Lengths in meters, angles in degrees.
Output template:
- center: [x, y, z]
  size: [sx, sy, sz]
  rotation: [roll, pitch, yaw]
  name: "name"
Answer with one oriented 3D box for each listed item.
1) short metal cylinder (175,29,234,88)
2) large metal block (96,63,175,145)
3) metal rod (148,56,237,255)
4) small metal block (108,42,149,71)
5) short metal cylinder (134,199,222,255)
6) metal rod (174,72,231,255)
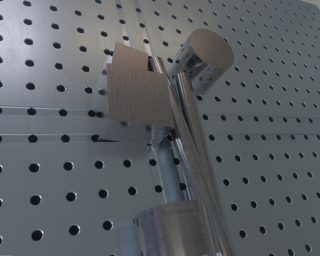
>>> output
- center: [0.071, -0.112, 0.499]
  size: [0.081, 0.050, 0.080]
  rotation: [14, 56, -21]
  name: "short metal cylinder"
- center: [-0.034, -0.028, 0.391]
  size: [0.081, 0.050, 0.080]
  rotation: [6, 59, -25]
  name: "large metal block"
- center: [0.033, 0.027, 0.394]
  size: [0.025, 0.025, 0.299]
  rotation: [-2, 58, -29]
  name: "metal rod"
- center: [-0.046, -0.088, 0.437]
  size: [0.050, 0.025, 0.050]
  rotation: [16, 55, -19]
  name: "small metal block"
- center: [0.017, 0.109, 0.316]
  size: [0.081, 0.080, 0.050]
  rotation: [3, 61, -27]
  name: "short metal cylinder"
- center: [0.057, 0.054, 0.405]
  size: [0.025, 0.025, 0.299]
  rotation: [4, 60, -26]
  name: "metal rod"
